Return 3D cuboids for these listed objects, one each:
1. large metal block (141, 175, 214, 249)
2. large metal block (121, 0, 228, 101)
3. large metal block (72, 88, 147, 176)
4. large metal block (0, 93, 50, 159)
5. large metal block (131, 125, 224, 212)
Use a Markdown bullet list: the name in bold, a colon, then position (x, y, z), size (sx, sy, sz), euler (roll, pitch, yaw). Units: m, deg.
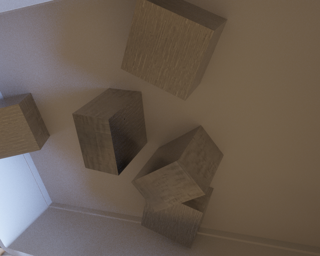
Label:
- **large metal block**: position (0.024, 0.115, 0.450), size (0.080, 0.050, 0.079), euler (21, 126, 15)
- **large metal block**: position (0.013, -0.089, 0.330), size (0.080, 0.050, 0.079), euler (28, 128, 10)
- **large metal block**: position (-0.061, 0.002, 0.405), size (0.050, 0.080, 0.079), euler (9, 122, 23)
- **large metal block**: position (-0.236, -0.002, 0.493), size (0.080, 0.050, 0.080), euler (-13, 115, 5)
- **large metal block**: position (0.024, 0.051, 0.391), size (0.080, 0.080, 0.050), euler (-30, 102, 37)
